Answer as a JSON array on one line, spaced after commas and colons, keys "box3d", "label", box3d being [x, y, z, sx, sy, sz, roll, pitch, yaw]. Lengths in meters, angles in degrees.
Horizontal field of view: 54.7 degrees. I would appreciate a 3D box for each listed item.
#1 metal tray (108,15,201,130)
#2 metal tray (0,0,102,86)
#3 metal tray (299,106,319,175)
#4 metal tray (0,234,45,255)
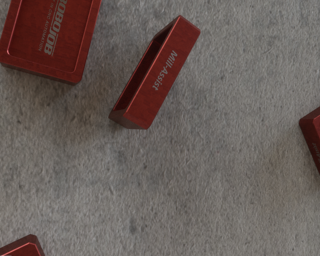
[{"box3d": [-0.010, -0.062, 0.371, 0.030, 0.090, 0.130, 31, 80, -18], "label": "metal tray"}, {"box3d": [-0.124, -0.124, 0.360, 0.091, 0.030, 0.129, 15, 85, -20], "label": "metal tray"}, {"box3d": [0.296, 0.025, 0.518, 0.091, 0.030, 0.129, -29, 100, -18], "label": "metal tray"}, {"box3d": [-0.161, 0.200, 0.347, 0.091, 0.030, 0.129, -23, 98, -19], "label": "metal tray"}]
